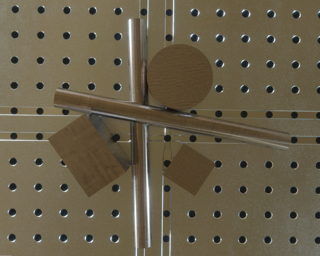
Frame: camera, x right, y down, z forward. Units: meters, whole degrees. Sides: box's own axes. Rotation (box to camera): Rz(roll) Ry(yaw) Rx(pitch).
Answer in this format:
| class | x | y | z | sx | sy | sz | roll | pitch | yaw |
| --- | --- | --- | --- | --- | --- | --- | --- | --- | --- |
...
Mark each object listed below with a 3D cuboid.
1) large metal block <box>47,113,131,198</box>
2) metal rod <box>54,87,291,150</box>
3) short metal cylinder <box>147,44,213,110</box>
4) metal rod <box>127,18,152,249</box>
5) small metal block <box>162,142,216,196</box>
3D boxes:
| class | x | y | z | sx | sy | sz | roll | pitch | yaw |
| --- | --- | --- | --- | --- | --- | --- | --- | --- | --- |
| large metal block | -0.082 | 0.030 | 0.384 | 0.050 | 0.080 | 0.080 | -35 | 90 | 0 |
| metal rod | 0.022 | -0.009 | 0.395 | 0.302 | 0.025 | 0.025 | 11 | 90 | -8 |
| short metal cylinder | 0.024 | -0.062 | 0.401 | 0.081 | 0.050 | 0.079 | 0 | 90 | -1 |
| metal rod | -0.027 | 0.007 | 0.413 | 0.025 | 0.025 | 0.298 | -2 | 90 | -1 |
| small metal block | 0.038 | 0.054 | 0.415 | 0.050 | 0.025 | 0.050 | 33 | 90 | -1 |
